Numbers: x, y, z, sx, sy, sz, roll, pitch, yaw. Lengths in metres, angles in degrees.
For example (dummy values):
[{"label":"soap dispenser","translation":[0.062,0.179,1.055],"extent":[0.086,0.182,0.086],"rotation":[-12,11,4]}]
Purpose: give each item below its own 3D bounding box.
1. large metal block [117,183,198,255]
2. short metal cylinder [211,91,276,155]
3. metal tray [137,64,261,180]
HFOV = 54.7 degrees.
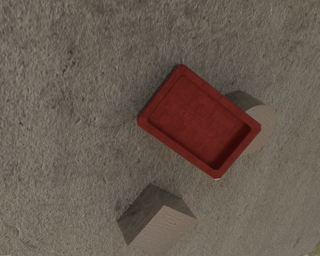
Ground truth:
[{"label":"large metal block","translation":[-0.004,0.142,0.477],"extent":[0.080,0.050,0.080],"rotation":[34,99,-39]},{"label":"short metal cylinder","translation":[0.119,-0.008,0.451],"extent":[0.081,0.050,0.079],"rotation":[-14,124,-21]},{"label":"metal tray","translation":[0.048,-0.007,0.388],"extent":[0.130,0.030,0.090],"rotation":[36,99,-11]}]
